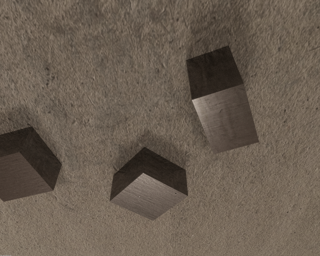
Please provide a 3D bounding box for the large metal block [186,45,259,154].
[{"bbox_3d":[0.069,-0.032,0.345,0.050,0.080,0.080,-17,128,13],"label":"large metal block"}]

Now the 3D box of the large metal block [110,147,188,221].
[{"bbox_3d":[-0.016,0.086,0.464,0.080,0.050,0.080,32,123,-25],"label":"large metal block"}]

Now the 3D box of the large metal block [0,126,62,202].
[{"bbox_3d":[-0.199,0.052,0.432,0.080,0.050,0.080,-14,129,11],"label":"large metal block"}]
